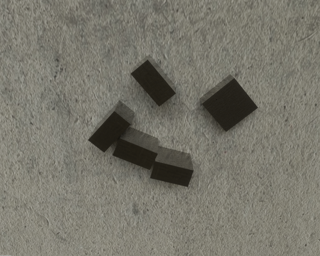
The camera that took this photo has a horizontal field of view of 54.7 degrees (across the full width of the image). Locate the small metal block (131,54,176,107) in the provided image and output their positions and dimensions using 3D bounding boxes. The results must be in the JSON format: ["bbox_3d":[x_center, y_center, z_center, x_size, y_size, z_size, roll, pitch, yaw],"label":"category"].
[{"bbox_3d":[-0.007,-0.059,0.375,0.025,0.050,0.050,-38,106,13],"label":"small metal block"}]

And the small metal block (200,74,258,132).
[{"bbox_3d":[0.088,-0.032,0.399,0.050,0.025,0.050,-39,106,13],"label":"small metal block"}]

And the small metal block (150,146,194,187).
[{"bbox_3d":[0.015,0.050,0.415,0.050,0.050,0.025,14,110,-5],"label":"small metal block"}]

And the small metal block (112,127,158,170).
[{"bbox_3d":[-0.031,0.024,0.405,0.050,0.050,0.025,23,109,-8],"label":"small metal block"}]

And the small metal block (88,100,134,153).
[{"bbox_3d":[-0.061,-0.003,0.394,0.025,0.050,0.050,41,105,-14],"label":"small metal block"}]
